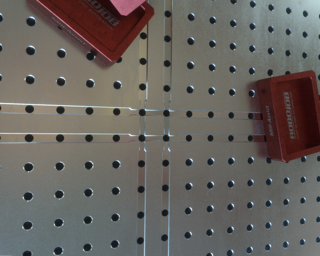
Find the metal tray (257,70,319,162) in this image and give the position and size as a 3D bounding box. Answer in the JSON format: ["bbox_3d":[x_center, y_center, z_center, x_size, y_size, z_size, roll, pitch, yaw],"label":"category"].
[{"bbox_3d":[0.209,-0.020,0.489,0.091,0.030,0.129,-12,94,-20],"label":"metal tray"}]

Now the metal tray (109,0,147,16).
[{"bbox_3d":[-0.017,-0.198,0.335,0.130,0.030,0.090,-29,115,24],"label":"metal tray"}]

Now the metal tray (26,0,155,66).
[{"bbox_3d":[-0.083,-0.152,0.379,0.130,0.030,0.090,39,78,-16],"label":"metal tray"}]
